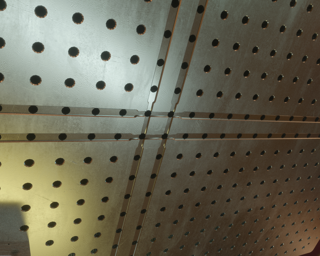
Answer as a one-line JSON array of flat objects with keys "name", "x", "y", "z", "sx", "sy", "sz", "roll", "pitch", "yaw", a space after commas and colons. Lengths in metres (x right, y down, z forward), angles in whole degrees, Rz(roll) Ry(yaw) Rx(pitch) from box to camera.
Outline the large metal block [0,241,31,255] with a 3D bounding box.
[{"name": "large metal block", "x": -0.206, "y": 0.188, "z": 0.379, "sx": 0.081, "sy": 0.080, "sz": 0.050, "roll": 13, "pitch": 112, "yaw": -34}]
